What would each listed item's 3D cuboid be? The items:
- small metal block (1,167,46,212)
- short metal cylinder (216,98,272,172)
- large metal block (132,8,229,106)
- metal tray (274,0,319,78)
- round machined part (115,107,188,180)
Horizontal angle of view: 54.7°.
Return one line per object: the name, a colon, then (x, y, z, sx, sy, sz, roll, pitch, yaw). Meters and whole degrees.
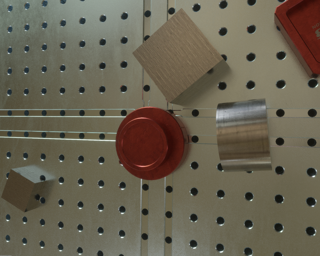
small metal block: (-0.215, 0.096, 0.489, 0.050, 0.025, 0.050, 24, 98, 18)
short metal cylinder: (0.096, 0.009, 0.349, 0.050, 0.080, 0.080, -5, 88, 20)
large metal block: (0.027, -0.086, 0.390, 0.080, 0.050, 0.080, -39, 78, 16)
metal tray: (0.206, -0.126, 0.336, 0.130, 0.030, 0.090, -30, 80, 17)
round machined part: (-0.015, 0.020, 0.409, 0.098, 0.042, 0.097, 0, 90, 20)
